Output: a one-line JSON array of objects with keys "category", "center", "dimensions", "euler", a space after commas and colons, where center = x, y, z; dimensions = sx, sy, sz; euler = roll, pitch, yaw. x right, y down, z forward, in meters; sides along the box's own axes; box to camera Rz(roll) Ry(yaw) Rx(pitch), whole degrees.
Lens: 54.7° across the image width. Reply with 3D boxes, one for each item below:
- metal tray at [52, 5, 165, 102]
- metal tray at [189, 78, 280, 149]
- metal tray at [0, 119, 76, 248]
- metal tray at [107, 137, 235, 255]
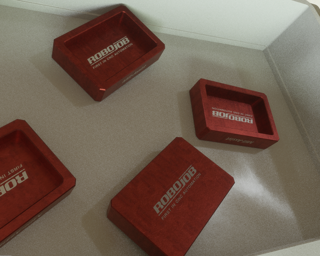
[{"category": "metal tray", "center": [-0.066, -0.106, 0.422], "dimensions": [0.090, 0.030, 0.131], "euler": [45, 56, 3]}, {"category": "metal tray", "center": [0.114, -0.020, 0.475], "dimensions": [0.131, 0.030, 0.090], "euler": [9, 58, -24]}, {"category": "metal tray", "center": [-0.156, 0.059, 0.281], "dimensions": [0.090, 0.030, 0.131], "euler": [48, 51, 5]}, {"category": "metal tray", "center": [0.016, 0.078, 0.353], "dimensions": [0.090, 0.030, 0.131], "euler": [38, 50, 12]}]
